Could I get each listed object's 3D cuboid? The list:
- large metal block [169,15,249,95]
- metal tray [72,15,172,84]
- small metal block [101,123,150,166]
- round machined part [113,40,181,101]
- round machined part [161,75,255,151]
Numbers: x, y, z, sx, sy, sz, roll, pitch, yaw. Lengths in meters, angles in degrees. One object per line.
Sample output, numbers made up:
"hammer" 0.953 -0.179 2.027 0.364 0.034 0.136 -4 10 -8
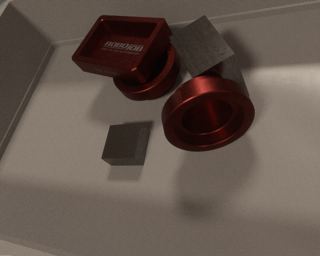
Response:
"large metal block" 0.061 -0.077 0.384 0.050 0.080 0.080 -30 52 9
"metal tray" -0.056 -0.118 0.448 0.130 0.030 0.090 17 70 34
"small metal block" -0.045 0.022 0.414 0.050 0.025 0.050 -4 60 26
"round machined part" -0.016 -0.080 0.450 0.098 0.042 0.098 -13 56 20
"round machined part" 0.050 -0.019 0.344 0.098 0.098 0.042 -23 49 14
